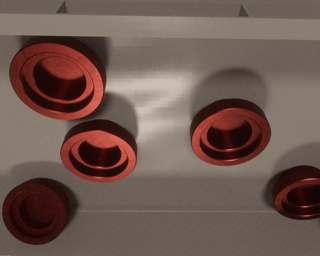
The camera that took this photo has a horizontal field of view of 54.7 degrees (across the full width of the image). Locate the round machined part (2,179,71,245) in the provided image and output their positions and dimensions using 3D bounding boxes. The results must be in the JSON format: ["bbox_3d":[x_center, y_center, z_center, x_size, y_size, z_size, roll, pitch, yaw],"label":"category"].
[{"bbox_3d":[-0.187,0.127,0.483,0.099,0.042,0.097,0,96,3],"label":"round machined part"}]

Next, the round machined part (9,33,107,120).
[{"bbox_3d":[-0.109,-0.059,0.346,0.099,0.042,0.097,-1,130,0],"label":"round machined part"}]

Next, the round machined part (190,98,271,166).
[{"bbox_3d":[0.088,0.001,0.400,0.099,0.042,0.097,-1,130,0],"label":"round machined part"}]

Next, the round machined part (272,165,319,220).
[{"bbox_3d":[0.224,0.096,0.480,0.099,0.042,0.097,3,129,3],"label":"round machined part"}]

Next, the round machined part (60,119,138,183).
[{"bbox_3d":[-0.080,0.027,0.420,0.099,0.042,0.097,-1,130,0],"label":"round machined part"}]
